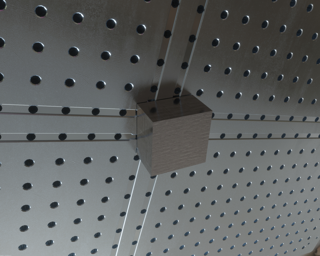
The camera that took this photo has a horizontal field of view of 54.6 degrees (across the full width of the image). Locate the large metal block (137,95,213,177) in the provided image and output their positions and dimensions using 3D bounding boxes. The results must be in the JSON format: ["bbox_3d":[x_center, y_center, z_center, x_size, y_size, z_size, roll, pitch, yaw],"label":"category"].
[{"bbox_3d":[0.017,0.008,0.407,0.081,0.050,0.079,-12,124,-22],"label":"large metal block"}]
